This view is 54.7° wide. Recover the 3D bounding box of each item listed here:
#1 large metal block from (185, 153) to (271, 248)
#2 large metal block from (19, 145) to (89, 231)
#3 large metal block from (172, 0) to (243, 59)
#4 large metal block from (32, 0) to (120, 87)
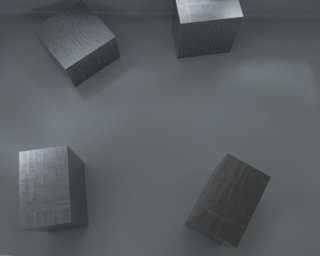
[{"bbox_3d":[0.073,0.084,0.351,0.050,0.080,0.080,30,73,10],"label":"large metal block"},{"bbox_3d":[-0.118,0.072,0.353,0.050,0.080,0.080,-8,70,-3],"label":"large metal block"},{"bbox_3d":[0.062,-0.145,0.434,0.081,0.080,0.050,-8,71,-3],"label":"large metal block"},{"bbox_3d":[-0.116,-0.119,0.439,0.080,0.050,0.080,-38,75,-13],"label":"large metal block"}]
